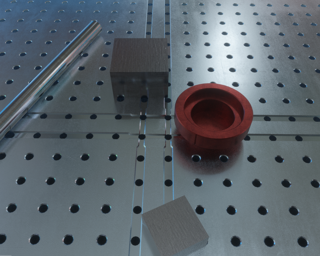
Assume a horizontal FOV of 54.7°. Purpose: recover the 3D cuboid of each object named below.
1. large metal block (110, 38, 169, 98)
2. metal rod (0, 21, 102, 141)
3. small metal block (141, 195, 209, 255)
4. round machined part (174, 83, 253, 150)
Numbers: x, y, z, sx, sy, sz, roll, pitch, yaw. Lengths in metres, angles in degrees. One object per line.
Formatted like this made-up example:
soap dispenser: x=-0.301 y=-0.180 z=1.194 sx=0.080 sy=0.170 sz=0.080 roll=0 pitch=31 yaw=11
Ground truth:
large metal block: x=-0.029 y=-0.091 z=0.468 sx=0.081 sy=0.050 sz=0.080 roll=0 pitch=50 yaw=-1
metal rod: x=-0.171 y=-0.075 z=0.468 sx=0.025 sy=0.025 sz=0.301 roll=17 pitch=52 yaw=13
small metal block: x=0.015 y=0.105 z=0.319 sx=0.050 sy=0.025 sz=0.050 roll=-20 pitch=53 yaw=-17
round machined part: x=0.068 y=-0.011 z=0.407 sx=0.099 sy=0.042 sz=0.098 roll=0 pitch=50 yaw=0
